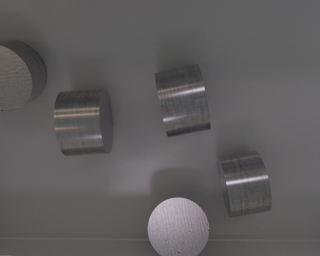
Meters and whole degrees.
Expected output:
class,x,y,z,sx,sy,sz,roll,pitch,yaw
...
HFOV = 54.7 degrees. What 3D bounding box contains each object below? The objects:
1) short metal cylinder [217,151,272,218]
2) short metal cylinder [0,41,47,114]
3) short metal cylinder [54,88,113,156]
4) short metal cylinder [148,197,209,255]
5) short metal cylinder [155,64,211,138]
class,x,y,z,sx,sy,sz,roll,pitch,yaw
short metal cylinder,0.109,0.074,0.410,0.050,0.080,0.079,-10,110,4
short metal cylinder,-0.185,-0.063,0.373,0.081,0.050,0.079,0,110,0
short metal cylinder,-0.090,-0.007,0.379,0.050,0.080,0.079,-4,110,1
short metal cylinder,0.024,0.139,0.429,0.081,0.050,0.080,0,72,-1
short metal cylinder,0.027,-0.032,0.370,0.050,0.080,0.080,-11,110,4
